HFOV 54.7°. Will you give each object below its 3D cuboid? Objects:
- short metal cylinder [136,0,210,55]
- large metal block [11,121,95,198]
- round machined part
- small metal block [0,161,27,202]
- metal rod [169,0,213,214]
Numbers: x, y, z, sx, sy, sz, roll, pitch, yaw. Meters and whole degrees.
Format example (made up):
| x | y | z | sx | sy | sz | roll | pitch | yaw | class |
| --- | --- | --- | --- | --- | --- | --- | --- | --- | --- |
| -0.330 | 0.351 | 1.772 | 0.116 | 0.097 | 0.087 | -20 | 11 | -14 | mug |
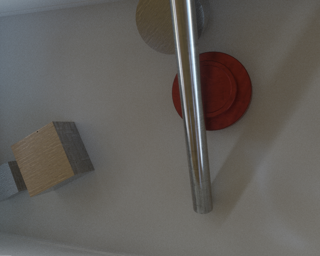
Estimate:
| x | y | z | sx | sy | sz | roll | pitch | yaw | class |
| --- | --- | --- | --- | --- | --- | --- | --- | --- | --- |
| 0.017 | -0.135 | 0.373 | 0.080 | 0.050 | 0.079 | 8 | 121 | 13 | short metal cylinder |
| -0.155 | 0.044 | 0.450 | 0.080 | 0.050 | 0.080 | -28 | 81 | 17 | large metal block |
| 0.061 | -0.045 | 0.379 | 0.098 | 0.042 | 0.097 | 0 | 90 | 19 | round machined part |
| -0.243 | 0.085 | 0.494 | 0.050 | 0.025 | 0.050 | -26 | 82 | 17 | small metal block |
| 0.035 | -0.036 | 0.339 | 0.025 | 0.025 | 0.298 | -1 | 112 | 20 | metal rod |
